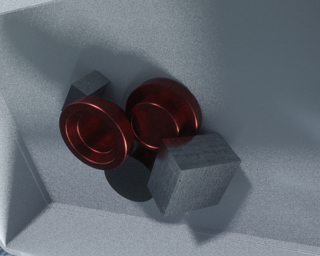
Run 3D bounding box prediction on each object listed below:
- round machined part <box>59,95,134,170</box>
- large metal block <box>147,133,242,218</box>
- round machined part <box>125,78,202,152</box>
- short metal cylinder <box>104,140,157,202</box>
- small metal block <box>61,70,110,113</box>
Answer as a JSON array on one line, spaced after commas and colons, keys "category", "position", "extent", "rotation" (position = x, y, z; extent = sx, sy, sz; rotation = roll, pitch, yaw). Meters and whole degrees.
[{"category": "round machined part", "position": [-0.076, 0.003, 0.398], "extent": [0.098, 0.042, 0.097], "rotation": [13, 124, 20]}, {"category": "large metal block", "position": [0.039, 0.056, 0.375], "extent": [0.050, 0.081, 0.079], "rotation": [57, 142, 42]}, {"category": "round machined part", "position": [-0.001, -0.009, 0.387], "extent": [0.098, 0.042, 0.097], "rotation": [13, 124, 20]}, {"category": "short metal cylinder", "position": [-0.031, 0.058, 0.441], "extent": [0.080, 0.050, 0.079], "rotation": [13, 124, 20]}, {"category": "small metal block", "position": [-0.099, -0.043, 0.414], "extent": [0.025, 0.050, 0.050], "rotation": [38, 129, 2]}]
